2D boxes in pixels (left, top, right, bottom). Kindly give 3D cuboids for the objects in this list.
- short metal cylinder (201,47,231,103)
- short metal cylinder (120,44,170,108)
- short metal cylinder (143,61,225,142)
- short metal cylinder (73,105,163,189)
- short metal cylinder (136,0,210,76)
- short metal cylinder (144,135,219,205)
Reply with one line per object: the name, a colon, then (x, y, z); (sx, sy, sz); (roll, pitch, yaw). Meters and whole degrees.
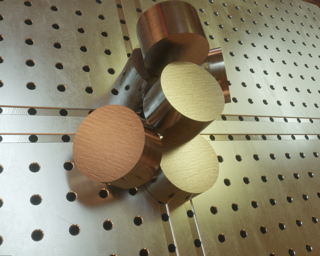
short metal cylinder: (0.069, -0.071, 0.444); (0.050, 0.080, 0.080); (-11, 60, 12)
short metal cylinder: (-0.010, -0.073, 0.431); (0.081, 0.050, 0.080); (13, 57, -21)
short metal cylinder: (0.027, -0.030, 0.360); (0.081, 0.050, 0.080); (14, 56, -21)
short metal cylinder: (-0.044, 0.021, 0.329); (0.050, 0.080, 0.080); (42, 29, -63)
short metal cylinder: (0.015, -0.107, 0.380); (0.081, 0.080, 0.050); (0, 62, -28)
short metal cylinder: (0.023, 0.047, 0.375); (0.081, 0.050, 0.080); (14, 57, -21)
